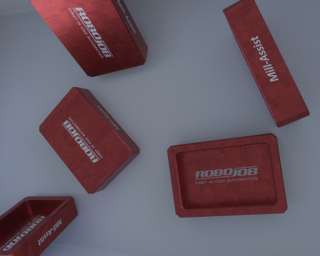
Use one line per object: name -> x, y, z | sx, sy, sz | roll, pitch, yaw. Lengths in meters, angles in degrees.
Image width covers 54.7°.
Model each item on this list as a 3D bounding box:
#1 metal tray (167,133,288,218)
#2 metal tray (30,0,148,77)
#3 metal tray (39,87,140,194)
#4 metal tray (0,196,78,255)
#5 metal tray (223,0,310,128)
metal tray -> 0.080, 0.059, 0.379 | 0.130, 0.030, 0.089 | -8, 87, 19
metal tray -> -0.082, -0.126, 0.387 | 0.090, 0.130, 0.030 | -10, 52, 20
metal tray -> -0.103, 0.016, 0.444 | 0.090, 0.030, 0.130 | -46, 76, 14
metal tray -> -0.185, 0.139, 0.418 | 0.090, 0.131, 0.030 | -5, 107, 20
metal tray -> 0.114, -0.065, 0.335 | 0.030, 0.090, 0.129 | -25, 82, 18
